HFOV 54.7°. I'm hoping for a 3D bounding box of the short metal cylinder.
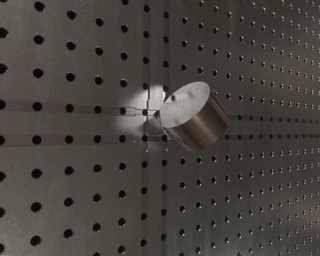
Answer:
[{"bbox_3d":[0.044,-0.016,0.413,0.050,0.080,0.080,47,62,-30],"label":"short metal cylinder"}]
